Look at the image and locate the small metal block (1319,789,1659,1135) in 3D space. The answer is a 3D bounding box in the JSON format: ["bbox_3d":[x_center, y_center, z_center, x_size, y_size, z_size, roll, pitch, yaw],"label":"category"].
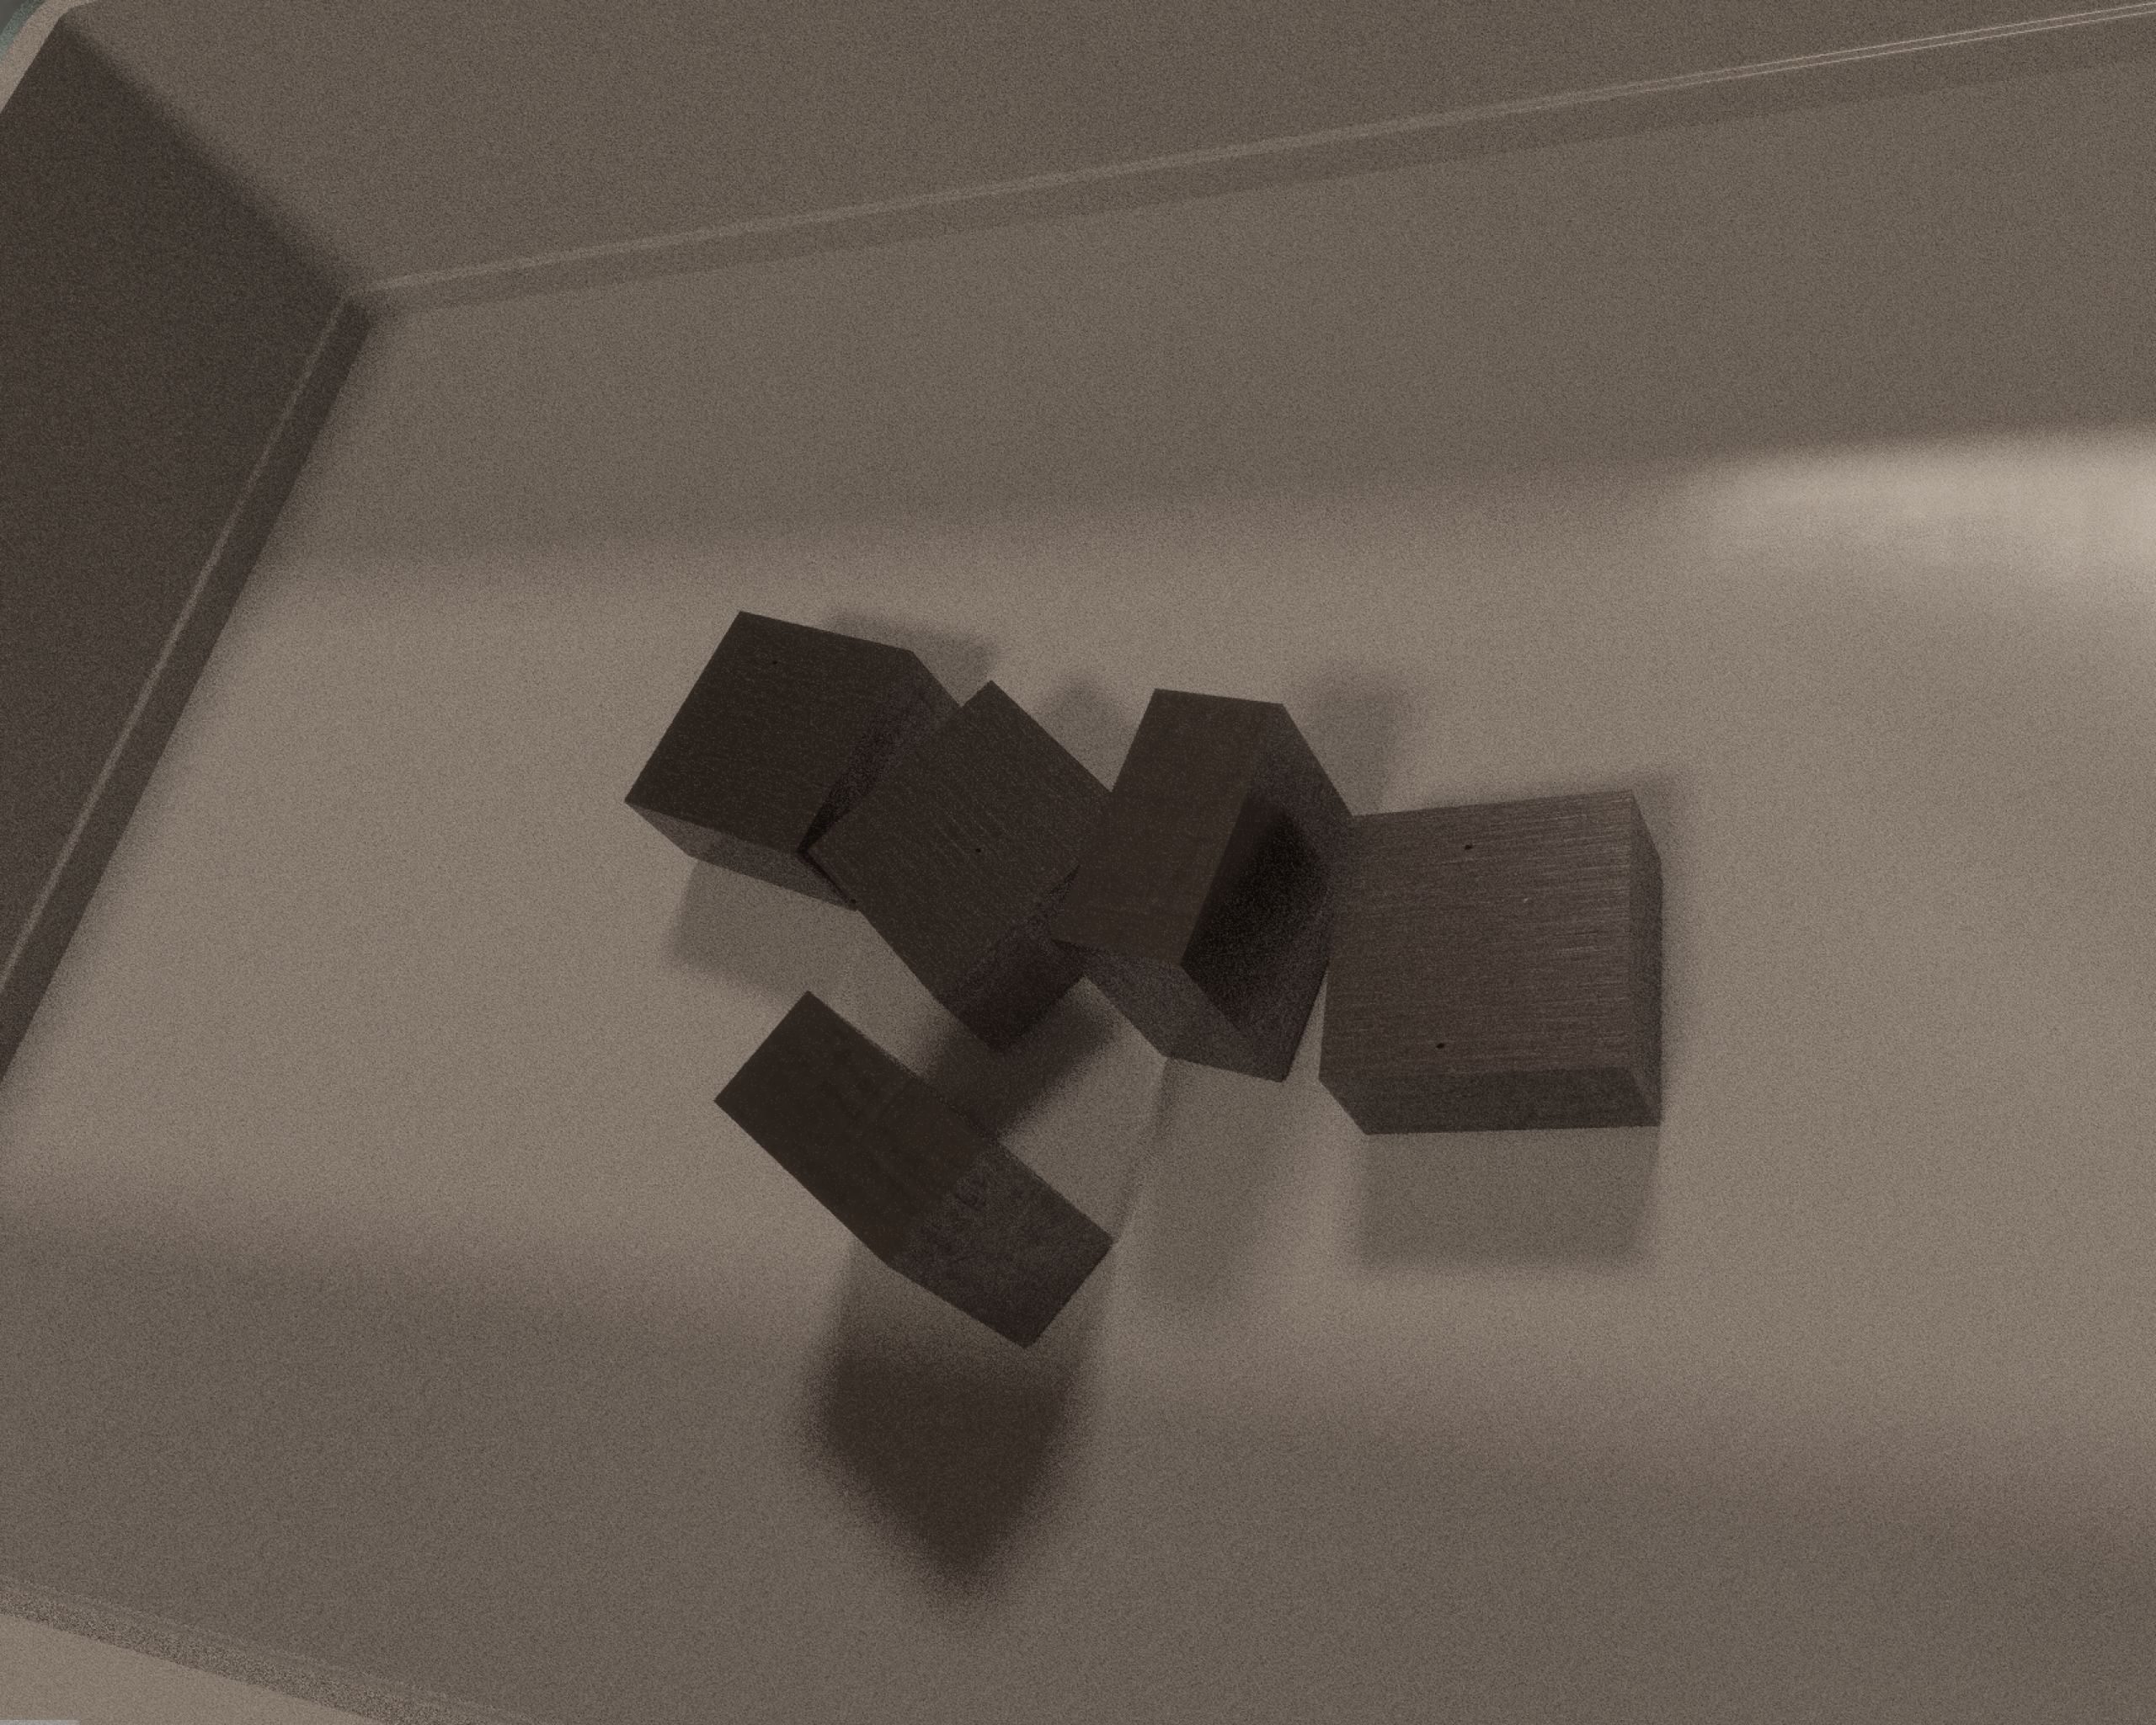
[{"bbox_3d":[0.071,0.018,0.354,0.050,0.025,0.050,-5,59,25],"label":"small metal block"}]

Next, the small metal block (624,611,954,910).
[{"bbox_3d":[-0.060,-0.022,0.446,0.050,0.025,0.050,16,70,34],"label":"small metal block"}]

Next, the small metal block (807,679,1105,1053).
[{"bbox_3d":[-0.017,0.000,0.410,0.050,0.025,0.050,-43,51,-2],"label":"small metal block"}]

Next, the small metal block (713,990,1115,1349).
[{"bbox_3d":[-0.028,0.054,0.367,0.050,0.050,0.025,35,82,37],"label":"small metal block"}]

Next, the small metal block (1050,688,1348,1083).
[{"bbox_3d":[0.025,0.005,0.370,0.025,0.050,0.050,10,67,31],"label":"small metal block"}]
